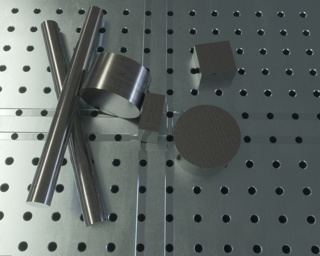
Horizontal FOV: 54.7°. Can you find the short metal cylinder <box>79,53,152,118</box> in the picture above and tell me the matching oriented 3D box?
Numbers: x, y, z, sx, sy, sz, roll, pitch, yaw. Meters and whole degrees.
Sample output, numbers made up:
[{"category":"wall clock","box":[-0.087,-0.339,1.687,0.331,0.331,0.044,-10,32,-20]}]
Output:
[{"category":"short metal cylinder","box":[-0.057,-0.053,0.401,0.080,0.080,0.050,16,71,5]}]

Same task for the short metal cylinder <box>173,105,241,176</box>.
[{"category":"short metal cylinder","box":[0.056,0.017,0.392,0.081,0.050,0.080,0,70,0]}]

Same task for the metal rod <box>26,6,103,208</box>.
[{"category":"metal rod","box":[-0.115,-0.048,0.403,0.025,0.025,0.299,6,61,2]}]

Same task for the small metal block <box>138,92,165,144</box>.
[{"category":"small metal block","box":[-0.011,-0.012,0.402,0.025,0.050,0.050,10,70,0]}]

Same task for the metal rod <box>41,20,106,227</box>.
[{"category":"metal rod","box":[-0.121,-0.020,0.417,0.025,0.025,0.299,-17,71,-6]}]

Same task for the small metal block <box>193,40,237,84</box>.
[{"category":"small metal block","box":[0.078,-0.095,0.447,0.050,0.025,0.050,-8,70,-3]}]
